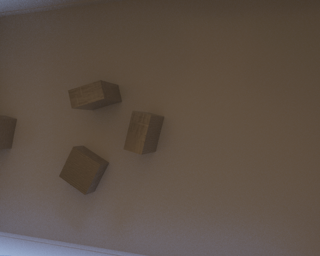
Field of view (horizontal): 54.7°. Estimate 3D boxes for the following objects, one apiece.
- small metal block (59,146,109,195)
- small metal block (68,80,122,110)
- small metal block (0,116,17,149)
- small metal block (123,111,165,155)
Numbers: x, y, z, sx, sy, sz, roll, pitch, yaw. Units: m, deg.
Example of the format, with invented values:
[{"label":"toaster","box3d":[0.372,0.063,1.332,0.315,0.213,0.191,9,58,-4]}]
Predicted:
[{"label":"small metal block","box3d":[-0.110,0.060,0.448,0.050,0.025,0.050,30,100,17]},{"label":"small metal block","box3d":[-0.088,-0.044,0.427,0.050,0.050,0.025,-14,86,19]},{"label":"small metal block","box3d":[-0.258,0.007,0.486,0.025,0.050,0.050,14,95,19]},{"label":"small metal block","box3d":[-0.020,0.006,0.403,0.025,0.050,0.050,15,95,19]}]
